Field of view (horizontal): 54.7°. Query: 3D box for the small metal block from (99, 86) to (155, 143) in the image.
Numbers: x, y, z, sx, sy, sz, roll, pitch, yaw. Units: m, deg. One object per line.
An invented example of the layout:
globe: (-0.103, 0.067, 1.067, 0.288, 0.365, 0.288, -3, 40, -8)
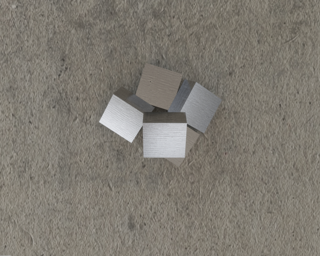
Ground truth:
small metal block: (-0.043, -0.017, 0.399, 0.050, 0.025, 0.050, 33, 126, -2)

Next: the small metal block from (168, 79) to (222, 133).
small metal block: (0.045, -0.028, 0.401, 0.050, 0.025, 0.050, 28, 90, -34)

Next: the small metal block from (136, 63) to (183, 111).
small metal block: (-0.002, -0.053, 0.411, 0.050, 0.025, 0.050, 17, 90, -1)

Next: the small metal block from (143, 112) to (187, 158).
small metal block: (0.005, 0.008, 0.375, 0.050, 0.025, 0.050, 0, 123, -1)

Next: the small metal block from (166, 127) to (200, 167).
small metal block: (0.017, 0.016, 0.412, 0.050, 0.025, 0.050, 33, 90, -1)
